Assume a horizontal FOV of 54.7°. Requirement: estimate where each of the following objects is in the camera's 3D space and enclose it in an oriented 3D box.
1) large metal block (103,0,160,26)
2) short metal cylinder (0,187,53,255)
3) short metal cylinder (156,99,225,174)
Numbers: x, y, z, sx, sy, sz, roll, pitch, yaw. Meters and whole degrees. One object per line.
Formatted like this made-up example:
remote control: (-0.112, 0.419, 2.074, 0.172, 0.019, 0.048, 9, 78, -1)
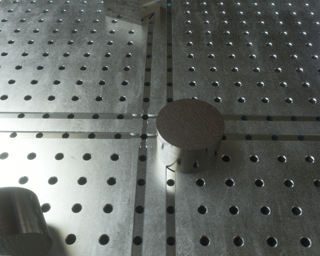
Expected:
large metal block: (-0.054, -0.250, 0.601, 0.080, 0.050, 0.080, 20, 53, 16)
short metal cylinder: (-0.148, 0.100, 0.287, 0.081, 0.080, 0.050, -23, 54, -18)
short metal cylinder: (0.036, 0.009, 0.384, 0.081, 0.050, 0.080, 0, 50, 0)
